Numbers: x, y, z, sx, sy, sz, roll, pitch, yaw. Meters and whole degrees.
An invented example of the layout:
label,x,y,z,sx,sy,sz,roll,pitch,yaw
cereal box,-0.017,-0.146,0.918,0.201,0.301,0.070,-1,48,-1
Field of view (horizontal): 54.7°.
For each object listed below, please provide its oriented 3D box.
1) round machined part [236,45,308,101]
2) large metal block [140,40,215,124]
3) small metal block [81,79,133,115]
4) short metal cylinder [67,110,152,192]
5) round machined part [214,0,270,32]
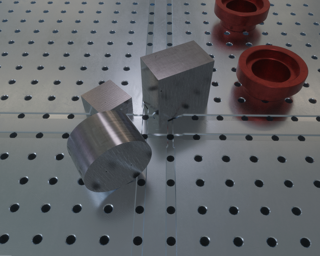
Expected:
label,x,y,z,sx,sy,sz,roll,pitch,yaw
round machined part,0.163,-0.078,0.463,0.099,0.042,0.098,0,50,0
large metal block,0.022,-0.063,0.425,0.081,0.080,0.050,-22,54,-18
small metal block,-0.074,-0.036,0.437,0.050,0.025,0.050,-35,58,-26
short metal cylinder,-0.057,0.027,0.349,0.081,0.080,0.050,-25,54,-19
round machined part,0.151,-0.216,0.579,0.099,0.042,0.098,0,50,0
